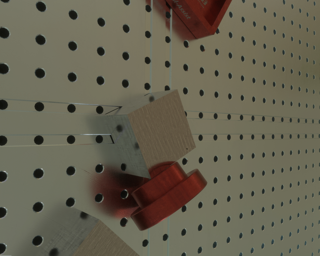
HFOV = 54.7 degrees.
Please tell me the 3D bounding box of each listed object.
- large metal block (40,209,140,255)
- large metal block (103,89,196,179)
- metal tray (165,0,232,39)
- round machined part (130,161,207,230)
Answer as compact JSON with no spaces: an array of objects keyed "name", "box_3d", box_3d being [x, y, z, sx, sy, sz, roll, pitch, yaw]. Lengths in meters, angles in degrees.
[{"name":"large metal block","box_3d":[-0.077,0.148,0.329,0.080,0.050,0.080,-52,121,-27]},{"name":"large metal block","box_3d":[-0.010,0.005,0.384,0.081,0.050,0.080,-31,109,-36]},{"name":"metal tray","box_3d":[0.046,-0.206,0.443,0.130,0.030,0.090,41,65,-32]},{"name":"round machined part","box_3d":[0.005,0.076,0.373,0.099,0.098,0.042,-30,82,-36]}]
